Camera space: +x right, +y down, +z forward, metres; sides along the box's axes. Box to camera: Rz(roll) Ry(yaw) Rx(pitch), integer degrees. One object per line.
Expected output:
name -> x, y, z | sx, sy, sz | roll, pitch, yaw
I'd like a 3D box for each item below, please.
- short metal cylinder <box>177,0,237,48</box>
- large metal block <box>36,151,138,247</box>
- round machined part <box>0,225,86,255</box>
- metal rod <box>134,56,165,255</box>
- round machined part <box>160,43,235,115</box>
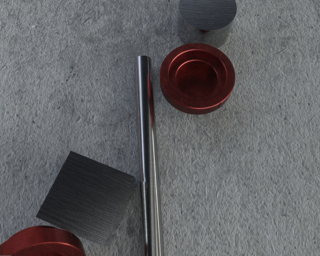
short metal cylinder -> 0.067, -0.161, 0.454 | 0.081, 0.050, 0.080 | 0, 70, 0
large metal block -> -0.081, 0.083, 0.364 | 0.080, 0.050, 0.080 | 21, 71, 7
round machined part -> -0.130, 0.143, 0.327 | 0.098, 0.098, 0.042 | -29, 35, -10
metal rod -> -0.014, 0.043, 0.391 | 0.025, 0.025, 0.299 | -4, 70, -1
round machined part -> 0.049, -0.063, 0.422 | 0.099, 0.042, 0.098 | 0, 70, 0
